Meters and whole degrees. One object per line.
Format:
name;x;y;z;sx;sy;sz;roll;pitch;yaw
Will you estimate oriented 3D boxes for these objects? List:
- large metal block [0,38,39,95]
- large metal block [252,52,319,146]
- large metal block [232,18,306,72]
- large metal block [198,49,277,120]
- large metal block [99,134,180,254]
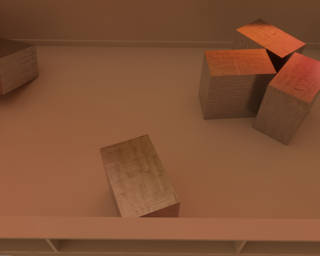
large metal block;-0.238;-0.094;0.448;0.080;0.050;0.080;13;31;10
large metal block;0.171;-0.038;0.403;0.050;0.080;0.080;31;56;23
large metal block;0.151;-0.100;0.455;0.050;0.080;0.080;-31;57;-23
large metal block;0.099;-0.058;0.419;0.081;0.080;0.050;-3;50;-3
large metal block;-0.021;0.067;0.313;0.050;0.080;0.080;-17;52;-14
